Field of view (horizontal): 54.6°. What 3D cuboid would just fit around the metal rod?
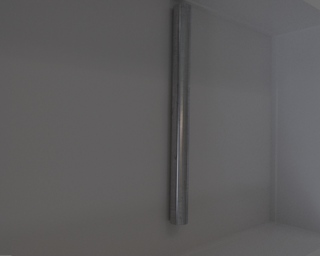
[{"bbox_3d":[0.029,-0.019,0.429,0.025,0.025,0.298,2,89,-40],"label":"metal rod"}]
